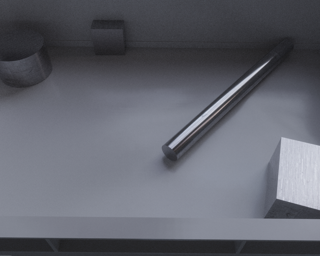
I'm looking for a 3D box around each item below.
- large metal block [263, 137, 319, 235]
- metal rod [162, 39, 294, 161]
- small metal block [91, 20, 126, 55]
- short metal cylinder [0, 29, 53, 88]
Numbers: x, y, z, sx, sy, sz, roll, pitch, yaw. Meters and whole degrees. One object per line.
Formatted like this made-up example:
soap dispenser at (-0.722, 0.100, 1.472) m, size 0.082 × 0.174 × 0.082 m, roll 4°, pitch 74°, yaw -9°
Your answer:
large metal block at (0.163, 0.065, 0.337) m, size 0.080 × 0.050 × 0.080 m, roll 14°, pitch 51°, yaw 11°
metal rod at (0.113, -0.054, 0.451) m, size 0.025 × 0.025 × 0.302 m, roll 35°, pitch 58°, yaw 25°
small metal block at (-0.084, -0.149, 0.513) m, size 0.050 × 0.050 × 0.025 m, roll 0°, pitch 50°, yaw 0°
short metal cylinder at (-0.213, -0.108, 0.476) m, size 0.081 × 0.050 × 0.080 m, roll 0°, pitch 50°, yaw 0°
